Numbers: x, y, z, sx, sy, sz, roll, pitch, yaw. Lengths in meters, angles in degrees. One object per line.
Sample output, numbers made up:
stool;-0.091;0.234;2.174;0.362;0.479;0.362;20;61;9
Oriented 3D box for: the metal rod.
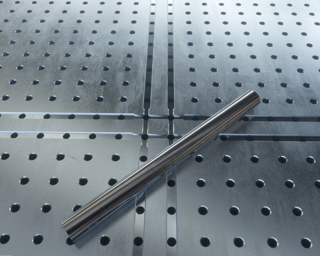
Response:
metal rod;0.019;0.032;0.380;0.302;0.025;0.025;-33;58;-25
